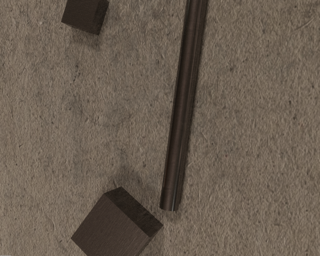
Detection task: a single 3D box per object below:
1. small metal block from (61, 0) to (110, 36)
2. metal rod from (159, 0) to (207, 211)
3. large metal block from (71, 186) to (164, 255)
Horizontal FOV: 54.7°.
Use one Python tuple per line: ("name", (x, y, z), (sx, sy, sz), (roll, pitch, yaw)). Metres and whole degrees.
("small metal block", (-0.108, -0.167, 0.446), (0.050, 0.025, 0.050), (22, 97, 18))
("metal rod", (0.031, -0.043, 0.397), (0.025, 0.025, 0.298), (8, 93, 19))
("large metal block", (-0.057, 0.139, 0.415), (0.080, 0.050, 0.080), (40, 102, 15))
